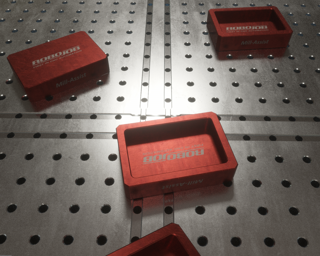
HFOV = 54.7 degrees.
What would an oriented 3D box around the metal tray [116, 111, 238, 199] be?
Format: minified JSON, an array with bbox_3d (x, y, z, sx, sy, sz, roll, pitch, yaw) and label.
[{"bbox_3d":[0.017,0.030,0.379,0.131,0.030,0.090,-8,51,-8],"label":"metal tray"}]

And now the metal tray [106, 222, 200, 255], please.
[{"bbox_3d":[-0.016,0.147,0.259,0.131,0.030,0.090,-16,50,-33],"label":"metal tray"}]

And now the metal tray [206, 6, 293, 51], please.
[{"bbox_3d":[0.158,-0.181,0.558,0.131,0.030,0.090,-4,50,-4],"label":"metal tray"}]

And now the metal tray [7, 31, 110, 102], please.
[{"bbox_3d":[-0.158,-0.100,0.487,0.131,0.030,0.090,-27,55,-21],"label":"metal tray"}]
